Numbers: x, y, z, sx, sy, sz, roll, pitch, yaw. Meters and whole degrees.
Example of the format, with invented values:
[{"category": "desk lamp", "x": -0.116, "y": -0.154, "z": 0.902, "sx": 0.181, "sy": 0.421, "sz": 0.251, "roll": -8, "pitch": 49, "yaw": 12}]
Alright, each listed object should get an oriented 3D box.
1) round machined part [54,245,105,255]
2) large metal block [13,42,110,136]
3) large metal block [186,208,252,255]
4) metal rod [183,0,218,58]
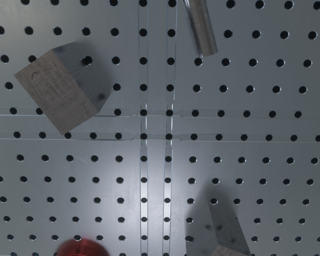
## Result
[{"category": "round machined part", "x": -0.130, "y": 0.240, "z": 0.491, "sx": 0.099, "sy": 0.042, "sz": 0.097, "roll": 0, "pitch": 110, "yaw": 0}, {"category": "large metal block", "x": -0.109, "y": -0.049, "z": 0.365, "sx": 0.050, "sy": 0.080, "sz": 0.080, "roll": -31, "pitch": 107, "yaw": 11}, {"category": "large metal block", "x": 0.081, "y": 0.179, "z": 0.451, "sx": 0.050, "sy": 0.080, "sz": 0.080, "roll": 24, "pitch": 108, "yaw": -9}, {"category": "metal rod", "x": 0.014, "y": -0.224, "z": 0.330, "sx": 0.025, "sy": 0.025, "sz": 0.298, "roll": -17, "pitch": 110, "yaw": 6}]
